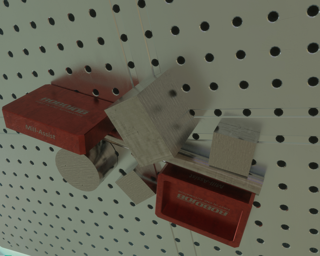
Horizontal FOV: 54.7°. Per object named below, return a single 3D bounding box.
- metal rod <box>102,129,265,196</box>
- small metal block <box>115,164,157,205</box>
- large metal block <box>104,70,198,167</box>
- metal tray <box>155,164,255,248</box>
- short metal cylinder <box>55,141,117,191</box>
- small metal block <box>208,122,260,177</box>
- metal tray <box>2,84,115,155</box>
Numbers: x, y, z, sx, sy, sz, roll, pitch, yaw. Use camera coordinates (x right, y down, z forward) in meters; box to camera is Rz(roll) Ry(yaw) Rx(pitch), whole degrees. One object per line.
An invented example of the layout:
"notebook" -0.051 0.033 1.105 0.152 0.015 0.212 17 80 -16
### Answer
"metal rod" -0.009 0.029 0.434 0.301 0.025 0.025 18 126 17
"small metal block" -0.033 0.086 0.483 0.050 0.025 0.050 48 129 -6
"large metal block" -0.007 -0.013 0.373 0.050 0.080 0.080 -20 108 36
"metal tray" 0.060 0.109 0.443 0.130 0.030 0.089 17 126 18
"short metal cylinder" -0.115 0.052 0.487 0.080 0.050 0.079 13 124 21
"small metal block" 0.090 0.026 0.380 0.050 0.025 0.050 16 125 19
"metal tray" -0.134 -0.017 0.428 0.130 0.090 0.030 17 125 18
